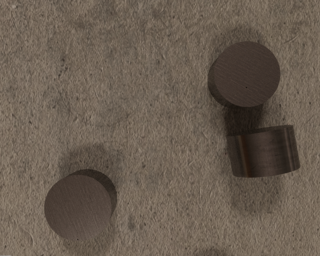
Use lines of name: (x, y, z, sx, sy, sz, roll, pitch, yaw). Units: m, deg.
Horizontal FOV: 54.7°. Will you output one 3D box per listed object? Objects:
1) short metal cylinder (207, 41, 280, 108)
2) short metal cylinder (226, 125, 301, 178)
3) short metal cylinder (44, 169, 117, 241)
short metal cylinder: (0.105, -0.065, 0.399, 0.081, 0.050, 0.079, 0, 90, -1)
short metal cylinder: (0.127, 0.028, 0.384, 0.080, 0.080, 0.050, -10, 90, 0)
short metal cylinder: (-0.099, 0.096, 0.396, 0.081, 0.050, 0.079, 0, 90, -1)
